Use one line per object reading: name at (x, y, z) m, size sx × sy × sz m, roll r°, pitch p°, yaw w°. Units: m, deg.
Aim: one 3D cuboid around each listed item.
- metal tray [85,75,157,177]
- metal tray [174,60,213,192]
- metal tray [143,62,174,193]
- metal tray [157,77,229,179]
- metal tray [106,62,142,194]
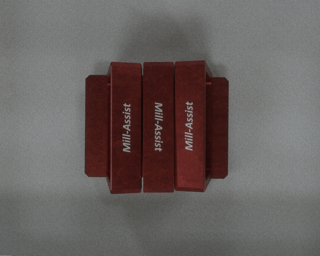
metal tray at (-0.049, -0.002, 0.406) m, size 0.091 × 0.030 × 0.129 m, roll 1°, pitch 90°, yaw 0°
metal tray at (0.039, -0.002, 0.345) m, size 0.030 × 0.090 × 0.129 m, roll 0°, pitch 90°, yaw 14°
metal tray at (-0.001, 0.000, 0.346) m, size 0.030 × 0.090 × 0.129 m, roll 0°, pitch 88°, yaw 0°
metal tray at (0.042, 0.000, 0.408) m, size 0.091 × 0.030 × 0.129 m, roll 1°, pitch 90°, yaw 0°
metal tray at (-0.042, 0.000, 0.344) m, size 0.030 × 0.090 × 0.129 m, roll 0°, pitch 90°, yaw -13°
